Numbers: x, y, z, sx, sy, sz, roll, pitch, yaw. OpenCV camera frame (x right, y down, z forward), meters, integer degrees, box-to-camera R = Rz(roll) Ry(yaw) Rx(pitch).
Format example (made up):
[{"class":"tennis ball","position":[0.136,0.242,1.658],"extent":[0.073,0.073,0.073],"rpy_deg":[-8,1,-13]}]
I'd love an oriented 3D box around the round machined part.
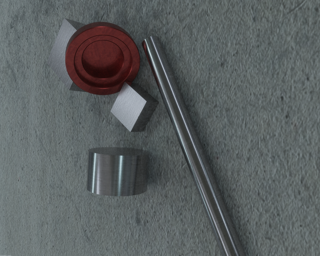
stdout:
[{"class":"round machined part","position":[-0.079,-0.098,0.429],"extent":[0.097,0.099,0.042],"rpy_deg":[-58,30,24]}]

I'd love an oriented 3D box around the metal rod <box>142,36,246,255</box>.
[{"class":"metal rod","position":[0.037,0.020,0.372],"extent":[0.025,0.025,0.299],"rpy_deg":[-32,71,35]}]

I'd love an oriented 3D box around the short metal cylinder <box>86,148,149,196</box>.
[{"class":"short metal cylinder","position":[-0.056,0.055,0.413],"extent":[0.080,0.081,0.050],"rpy_deg":[6,94,39]}]

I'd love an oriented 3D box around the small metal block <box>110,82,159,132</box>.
[{"class":"small metal block","position":[-0.036,-0.029,0.433],"extent":[0.050,0.025,0.050],"rpy_deg":[44,116,31]}]

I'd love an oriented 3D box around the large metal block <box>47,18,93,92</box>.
[{"class":"large metal block","position":[-0.126,-0.113,0.490],"extent":[0.080,0.050,0.080],"rpy_deg":[46,117,30]}]
